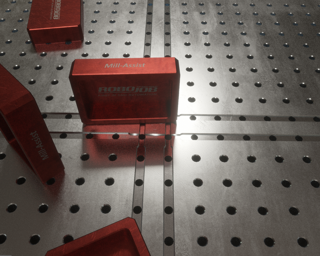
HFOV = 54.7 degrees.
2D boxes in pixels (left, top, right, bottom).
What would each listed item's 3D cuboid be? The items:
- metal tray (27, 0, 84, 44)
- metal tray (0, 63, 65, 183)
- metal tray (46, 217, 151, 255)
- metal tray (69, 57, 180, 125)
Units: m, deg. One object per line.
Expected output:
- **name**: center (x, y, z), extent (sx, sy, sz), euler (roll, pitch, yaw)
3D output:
- **metal tray**: center (-0.191, -0.210, 0.578), extent (0.091, 0.030, 0.130), euler (-7, 50, -6)
- **metal tray**: center (-0.157, -0.005, 0.342), extent (0.030, 0.129, 0.090), euler (-37, 60, -27)
- **metal tray**: center (-0.041, 0.156, 0.272), extent (0.091, 0.030, 0.130), euler (-19, 53, -16)
- **metal tray**: center (-0.042, -0.046, 0.403), extent (0.131, 0.089, 0.030), euler (-2, 50, -2)
